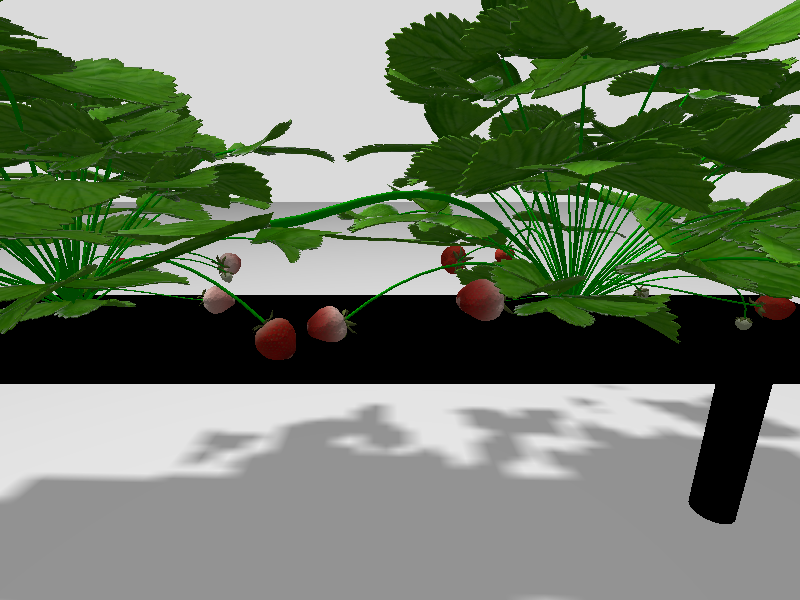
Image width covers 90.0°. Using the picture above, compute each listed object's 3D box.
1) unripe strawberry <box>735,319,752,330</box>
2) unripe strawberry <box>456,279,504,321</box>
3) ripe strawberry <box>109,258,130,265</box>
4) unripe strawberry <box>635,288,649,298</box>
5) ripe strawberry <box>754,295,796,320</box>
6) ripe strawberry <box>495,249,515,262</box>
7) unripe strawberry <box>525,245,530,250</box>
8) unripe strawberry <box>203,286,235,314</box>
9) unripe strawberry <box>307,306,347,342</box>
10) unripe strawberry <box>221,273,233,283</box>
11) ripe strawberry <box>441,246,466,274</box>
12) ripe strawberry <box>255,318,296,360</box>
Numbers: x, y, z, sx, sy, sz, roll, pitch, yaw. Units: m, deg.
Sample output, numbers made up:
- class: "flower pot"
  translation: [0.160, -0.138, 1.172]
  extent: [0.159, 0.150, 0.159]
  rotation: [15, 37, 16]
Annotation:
- class: "unripe strawberry"
  translation: [0.264, 0.019, 0.308]
  extent: [0.010, 0.010, 0.009]
  rotation: [8, 17, 27]
- class: "unripe strawberry"
  translation: [0.067, 0.000, 0.341]
  extent: [0.037, 0.037, 0.041]
  rotation: [-4, 16, -13]
- class: "ripe strawberry"
  translation: [-0.351, -0.040, 0.506]
  extent: [0.029, 0.026, 0.027]
  rotation: [-6, 3, -20]
- class: "unripe strawberry"
  translation: [0.251, -0.007, 0.414]
  extent: [0.013, 0.011, 0.013]
  rotation: [24, 2, -31]
- class: "ripe strawberry"
  translation: [0.326, 0.005, 0.347]
  extent: [0.027, 0.023, 0.027]
  rotation: [2, 16, 6]
- class: "ripe strawberry"
  translation: [0.157, -0.067, 0.605]
  extent: [0.030, 0.025, 0.030]
  rotation: [0, -32, 0]
- class: "unripe strawberry"
  translation: [0.210, -0.087, 0.659]
  extent: [0.009, 0.010, 0.010]
  rotation: [3, 16, 10]
- class: "unripe strawberry"
  translation: [-0.165, 0.000, 0.369]
  extent: [0.026, 0.025, 0.024]
  rotation: [0, 16, -2]
- class: "unripe strawberry"
  translation: [-0.054, 0.019, 0.293]
  extent: [0.028, 0.027, 0.030]
  rotation: [-11, 18, -17]
- class: "unripe strawberry"
  translation: [-0.210, -0.027, 0.487]
  extent: [0.014, 0.013, 0.013]
  rotation: [10, 36, 32]
- class: "ripe strawberry"
  translation: [0.070, -0.055, 0.537]
  extent: [0.034, 0.039, 0.037]
  rotation: [-7, 15, -24]
- class: "ripe strawberry"
  translation: [-0.082, 0.028, 0.270]
  extent: [0.028, 0.028, 0.026]
  rotation: [-43, -6, 28]
